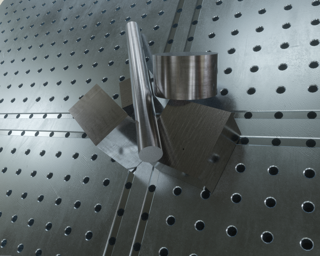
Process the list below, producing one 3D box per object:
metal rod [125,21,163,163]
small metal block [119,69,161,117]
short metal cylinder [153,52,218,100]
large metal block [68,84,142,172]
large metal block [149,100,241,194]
[{"bbox_3d":[-0.029,-0.073,0.428,0.025,0.025,0.300,-25,41,13],"label":"metal rod"},{"bbox_3d":[-0.030,-0.051,0.454,0.050,0.025,0.050,-22,54,14],"label":"small metal block"},{"bbox_3d":[0.032,-0.068,0.388,0.080,0.081,0.050,9,110,32],"label":"short metal cylinder"},{"bbox_3d":[-0.060,0.000,0.402,0.050,0.080,0.080,-45,51,-3],"label":"large metal block"},{"bbox_3d":[0.036,0.018,0.361,0.080,0.050,0.080,19,72,35],"label":"large metal block"}]
